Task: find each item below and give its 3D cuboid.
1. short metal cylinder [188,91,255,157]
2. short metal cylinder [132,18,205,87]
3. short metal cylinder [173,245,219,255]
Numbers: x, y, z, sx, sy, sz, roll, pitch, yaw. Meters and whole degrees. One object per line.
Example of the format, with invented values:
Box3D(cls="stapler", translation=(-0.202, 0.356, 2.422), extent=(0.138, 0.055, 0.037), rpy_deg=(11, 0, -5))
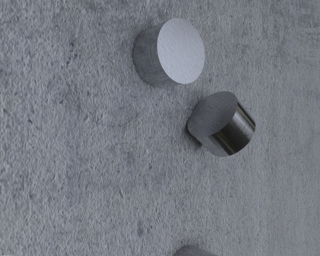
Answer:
Box3D(cls="short metal cylinder", translation=(0.087, -0.006, 0.442), extent=(0.050, 0.080, 0.080), rpy_deg=(43, 64, -32))
Box3D(cls="short metal cylinder", translation=(0.012, -0.094, 0.398), extent=(0.081, 0.050, 0.080), rpy_deg=(0, 90, -40))
Box3D(cls="short metal cylinder", translation=(0.053, 0.212, 0.433), extent=(0.081, 0.050, 0.080), rpy_deg=(0, 90, -40))
